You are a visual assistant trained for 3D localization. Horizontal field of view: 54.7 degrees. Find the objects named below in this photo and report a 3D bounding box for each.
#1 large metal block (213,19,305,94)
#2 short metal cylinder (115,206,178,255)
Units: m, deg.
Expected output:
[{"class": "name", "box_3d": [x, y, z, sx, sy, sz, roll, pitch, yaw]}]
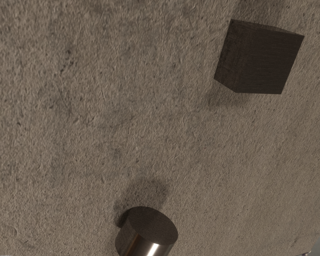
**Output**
[{"class": "large metal block", "box_3d": [0.127, -0.092, 0.406, 0.081, 0.050, 0.079, -2, 119, -28]}, {"class": "short metal cylinder", "box_3d": [-0.020, 0.163, 0.463, 0.081, 0.080, 0.050, 14, 111, -35]}]
